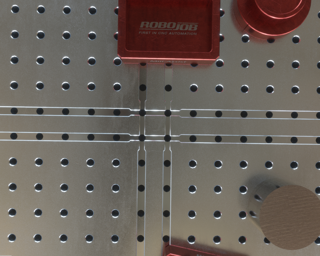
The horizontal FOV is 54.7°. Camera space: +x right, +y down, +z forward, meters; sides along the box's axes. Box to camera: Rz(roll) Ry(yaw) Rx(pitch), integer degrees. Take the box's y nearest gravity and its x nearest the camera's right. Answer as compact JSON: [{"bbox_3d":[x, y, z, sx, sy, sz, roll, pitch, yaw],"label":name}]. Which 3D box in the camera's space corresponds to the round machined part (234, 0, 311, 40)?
[{"bbox_3d":[0.151,-0.170,0.407,0.099,0.042,0.097,0,90,-1],"label":"round machined part"}]

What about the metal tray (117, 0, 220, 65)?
[{"bbox_3d":[0.012,-0.133,0.410,0.131,0.030,0.089,1,90,-1],"label":"metal tray"}]

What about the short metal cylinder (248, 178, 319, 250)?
[{"bbox_3d":[0.161,0.109,0.403,0.081,0.050,0.079,0,90,-1],"label":"short metal cylinder"}]

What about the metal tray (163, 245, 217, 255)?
[{"bbox_3d":[0.062,0.218,0.411,0.131,0.030,0.089,13,90,-1],"label":"metal tray"}]
